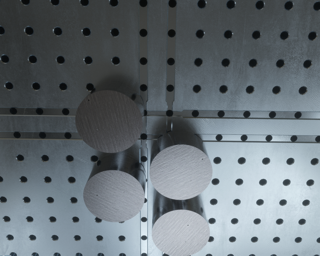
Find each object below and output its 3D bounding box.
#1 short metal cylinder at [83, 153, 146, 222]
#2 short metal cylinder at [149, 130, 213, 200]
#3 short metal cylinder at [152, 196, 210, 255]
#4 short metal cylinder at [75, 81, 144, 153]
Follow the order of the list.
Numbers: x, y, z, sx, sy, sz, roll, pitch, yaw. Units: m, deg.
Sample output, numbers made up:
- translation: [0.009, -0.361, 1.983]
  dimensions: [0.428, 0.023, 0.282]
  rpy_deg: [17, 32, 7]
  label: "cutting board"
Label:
- translation: [-0.060, 0.082, 0.430]
  dimensions: [0.081, 0.050, 0.079]
  rpy_deg: [0, 110, 0]
  label: "short metal cylinder"
- translation: [0.027, 0.049, 0.418]
  dimensions: [0.081, 0.050, 0.079]
  rpy_deg: [0, 110, 0]
  label: "short metal cylinder"
- translation: [0.029, 0.138, 0.451]
  dimensions: [0.081, 0.050, 0.079]
  rpy_deg: [0, 110, 0]
  label: "short metal cylinder"
- translation: [-0.061, -0.015, 0.394]
  dimensions: [0.081, 0.050, 0.079]
  rpy_deg: [0, 110, 0]
  label: "short metal cylinder"
